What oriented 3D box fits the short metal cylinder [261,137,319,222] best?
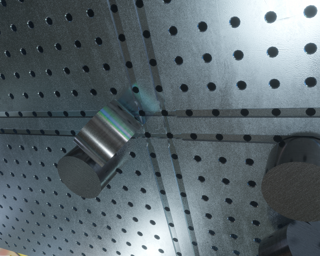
[{"bbox_3d":[0.159,0.057,0.346,0.080,0.050,0.079,13,124,20],"label":"short metal cylinder"}]

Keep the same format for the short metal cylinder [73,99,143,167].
[{"bbox_3d":[-0.068,0.007,0.414,0.050,0.080,0.080,44,129,-3],"label":"short metal cylinder"}]

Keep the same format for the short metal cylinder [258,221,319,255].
[{"bbox_3d":[0.172,0.164,0.386,0.080,0.080,0.050,38,129,2],"label":"short metal cylinder"}]

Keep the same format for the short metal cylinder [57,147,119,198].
[{"bbox_3d":[-0.114,0.065,0.493,0.080,0.050,0.079,13,124,20],"label":"short metal cylinder"}]
